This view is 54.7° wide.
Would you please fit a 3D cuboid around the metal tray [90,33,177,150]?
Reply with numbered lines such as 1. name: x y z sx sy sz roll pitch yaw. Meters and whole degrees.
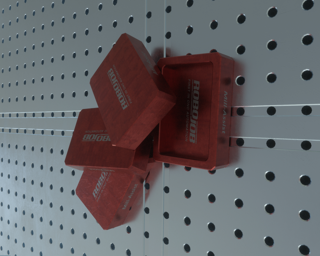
1. metal tray: -0.040 -0.048 0.392 0.090 0.030 0.130 -48 47 24

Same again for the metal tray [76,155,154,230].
1. metal tray: -0.072 0.074 0.463 0.090 0.030 0.129 40 114 32

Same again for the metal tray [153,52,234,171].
1. metal tray: 0.037 -0.020 0.373 0.090 0.030 0.129 4 93 39

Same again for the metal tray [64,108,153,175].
1. metal tray: -0.071 0.016 0.437 0.130 0.030 0.090 -2 67 36
